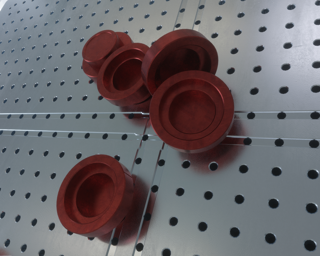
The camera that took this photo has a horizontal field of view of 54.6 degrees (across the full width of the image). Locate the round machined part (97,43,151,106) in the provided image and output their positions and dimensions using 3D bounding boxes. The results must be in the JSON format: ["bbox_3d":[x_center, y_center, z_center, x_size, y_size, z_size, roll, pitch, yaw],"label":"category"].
[{"bbox_3d":[-0.042,-0.075,0.463,0.098,0.042,0.098,-14,59,24],"label":"round machined part"}]

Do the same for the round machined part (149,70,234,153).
[{"bbox_3d":[0.040,-0.017,0.376,0.098,0.042,0.098,-4,73,13],"label":"round machined part"}]

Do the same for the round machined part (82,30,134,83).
[{"bbox_3d":[-0.092,-0.126,0.524,0.098,0.042,0.098,-13,56,21],"label":"round machined part"}]

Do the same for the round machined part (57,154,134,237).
[{"bbox_3d":[-0.075,0.085,0.386,0.098,0.042,0.098,-13,56,21],"label":"round machined part"}]

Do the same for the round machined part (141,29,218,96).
[{"bbox_3d":[0.022,-0.082,0.401,0.098,0.098,0.042,-34,47,6],"label":"round machined part"}]
